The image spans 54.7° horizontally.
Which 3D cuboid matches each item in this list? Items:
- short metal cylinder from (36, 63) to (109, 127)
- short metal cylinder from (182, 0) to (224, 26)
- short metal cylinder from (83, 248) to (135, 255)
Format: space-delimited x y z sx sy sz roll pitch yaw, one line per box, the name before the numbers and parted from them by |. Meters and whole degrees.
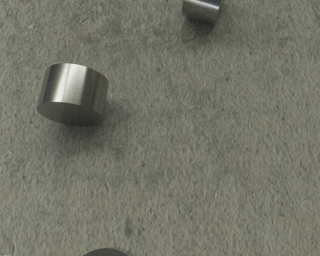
short metal cylinder | -0.108 -0.039 0.392 0.081 0.080 0.050 5 70 1
short metal cylinder | 0.069 -0.197 0.452 0.050 0.080 0.080 20 71 7
short metal cylinder | -0.056 0.171 0.332 0.081 0.050 0.080 0 70 0
